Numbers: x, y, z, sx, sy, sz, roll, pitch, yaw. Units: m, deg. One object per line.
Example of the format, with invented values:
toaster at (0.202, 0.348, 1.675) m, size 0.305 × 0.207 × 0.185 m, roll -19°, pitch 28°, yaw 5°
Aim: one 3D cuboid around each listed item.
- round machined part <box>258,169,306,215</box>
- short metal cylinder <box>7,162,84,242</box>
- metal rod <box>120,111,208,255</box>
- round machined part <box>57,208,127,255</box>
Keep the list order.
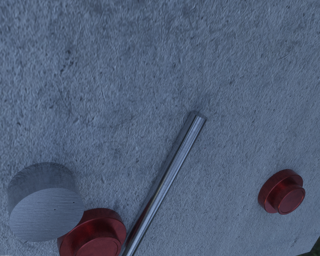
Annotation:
round machined part at (0.249, 0.134, 0.618) m, size 0.099 × 0.042 × 0.097 m, roll -14°, pitch 125°, yaw -21°
short metal cylinder at (-0.137, 0.088, 0.371) m, size 0.081 × 0.050 × 0.079 m, roll -14°, pitch 125°, yaw -21°
metal rod at (-0.008, 0.110, 0.472) m, size 0.025 × 0.025 × 0.298 m, roll 14°, pitch 111°, yaw -34°
round machined part at (-0.095, 0.168, 0.449) m, size 0.099 × 0.042 × 0.097 m, roll -14°, pitch 125°, yaw -21°
